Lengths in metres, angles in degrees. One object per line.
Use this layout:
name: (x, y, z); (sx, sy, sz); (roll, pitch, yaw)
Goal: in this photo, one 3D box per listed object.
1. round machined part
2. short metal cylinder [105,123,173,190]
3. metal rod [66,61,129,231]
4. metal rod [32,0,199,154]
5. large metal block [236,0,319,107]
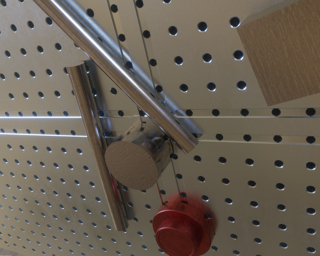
round machined part: (0.032, 0.167, 0.485); (0.098, 0.042, 0.097); (13, 124, 20)
short metal cylinder: (-0.029, 0.040, 0.433); (0.080, 0.050, 0.079); (13, 124, 20)
metal rod: (-0.091, 0.044, 0.484); (0.025, 0.025, 0.298); (4, 121, 26)
metal rod: (-0.064, -0.081, 0.393); (0.300, 0.025, 0.025); (45, 129, -4)
large metal block: (0.127, -0.075, 0.281); (0.080, 0.050, 0.080); (-16, 110, 34)
